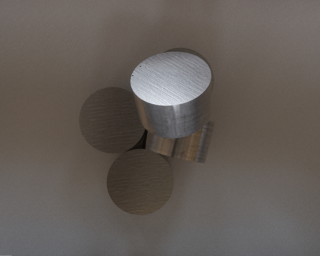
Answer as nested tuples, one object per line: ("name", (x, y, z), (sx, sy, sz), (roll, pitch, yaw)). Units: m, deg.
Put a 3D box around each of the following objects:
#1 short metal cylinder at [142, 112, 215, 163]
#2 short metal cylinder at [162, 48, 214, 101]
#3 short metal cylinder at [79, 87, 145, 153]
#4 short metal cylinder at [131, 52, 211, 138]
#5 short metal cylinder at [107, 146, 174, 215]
("short metal cylinder", (0.023, 0.009, 0.383), (0.080, 0.080, 0.050), (13, 90, -1))
("short metal cylinder", (0.025, -0.057, 0.398), (0.081, 0.050, 0.079), (0, 90, -1))
("short metal cylinder", (-0.057, -0.010, 0.396), (0.081, 0.050, 0.079), (0, 90, -1))
("short metal cylinder", (0.013, -0.036, 0.327), (0.080, 0.050, 0.080), (-4, 50, 5))
("short metal cylinder", (-0.024, 0.065, 0.397), (0.081, 0.050, 0.079), (0, 90, -1))
